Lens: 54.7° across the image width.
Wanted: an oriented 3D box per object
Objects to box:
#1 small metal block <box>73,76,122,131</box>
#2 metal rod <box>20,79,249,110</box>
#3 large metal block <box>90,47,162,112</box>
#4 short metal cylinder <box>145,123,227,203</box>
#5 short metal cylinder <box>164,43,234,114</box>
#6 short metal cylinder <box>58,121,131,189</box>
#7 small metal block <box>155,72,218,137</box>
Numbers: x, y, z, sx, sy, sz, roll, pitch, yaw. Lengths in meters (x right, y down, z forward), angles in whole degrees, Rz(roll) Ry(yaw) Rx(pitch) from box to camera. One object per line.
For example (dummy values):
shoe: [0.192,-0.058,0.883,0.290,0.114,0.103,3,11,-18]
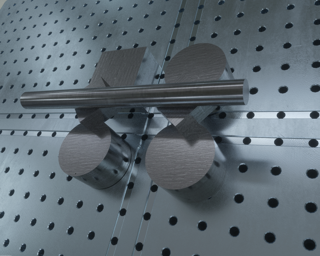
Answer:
small metal block: [-0.084,-0.032,0.409,0.050,0.025,0.050,-34,51,5]
metal rod: [-0.052,-0.036,0.361,0.300,0.025,0.025,1,62,28]
large metal block: [-0.053,-0.070,0.463,0.080,0.050,0.080,1,62,29]
short metal cylinder: [0.031,0.039,0.352,0.080,0.050,0.080,-13,56,21]
short metal cylinder: [0.053,-0.063,0.403,0.080,0.050,0.080,-13,56,21]
short metal cylinder: [-0.087,0.035,0.415,0.080,0.050,0.080,-13,56,21]
small metal block: [0.027,-0.027,0.347,0.050,0.025,0.050,-42,51,-1]
